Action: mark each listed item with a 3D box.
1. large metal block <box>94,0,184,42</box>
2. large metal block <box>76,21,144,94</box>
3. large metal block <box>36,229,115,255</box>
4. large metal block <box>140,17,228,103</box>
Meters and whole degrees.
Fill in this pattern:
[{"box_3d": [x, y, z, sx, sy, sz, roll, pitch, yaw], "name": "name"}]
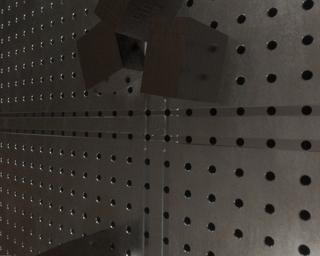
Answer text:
[{"box_3d": [-0.023, -0.159, 0.390, 0.050, 0.081, 0.080, 47, 118, 29], "name": "large metal block"}, {"box_3d": [-0.070, -0.103, 0.449, 0.080, 0.050, 0.080, -23, 76, 37], "name": "large metal block"}, {"box_3d": [-0.129, 0.200, 0.477, 0.080, 0.081, 0.050, -33, 70, 35], "name": "large metal block"}, {"box_3d": [0.029, -0.073, 0.348, 0.050, 0.081, 0.079, 14, 99, 39], "name": "large metal block"}]
